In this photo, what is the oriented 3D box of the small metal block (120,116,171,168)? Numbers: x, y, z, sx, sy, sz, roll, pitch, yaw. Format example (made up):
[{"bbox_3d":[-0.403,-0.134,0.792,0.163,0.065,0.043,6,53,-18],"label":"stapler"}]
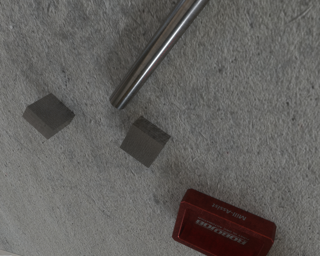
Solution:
[{"bbox_3d":[-0.021,0.020,0.429,0.050,0.025,0.050,35,129,4],"label":"small metal block"}]

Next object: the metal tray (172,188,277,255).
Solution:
[{"bbox_3d":[0.088,0.151,0.449,0.130,0.030,0.089,20,126,15],"label":"metal tray"}]

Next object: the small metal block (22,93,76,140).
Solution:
[{"bbox_3d":[-0.166,-0.018,0.464,0.050,0.050,0.025,43,129,-2],"label":"small metal block"}]

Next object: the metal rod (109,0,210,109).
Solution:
[{"bbox_3d":[0.025,-0.118,0.319,0.025,0.025,0.298,43,129,-2],"label":"metal rod"}]
